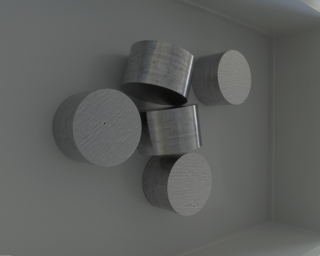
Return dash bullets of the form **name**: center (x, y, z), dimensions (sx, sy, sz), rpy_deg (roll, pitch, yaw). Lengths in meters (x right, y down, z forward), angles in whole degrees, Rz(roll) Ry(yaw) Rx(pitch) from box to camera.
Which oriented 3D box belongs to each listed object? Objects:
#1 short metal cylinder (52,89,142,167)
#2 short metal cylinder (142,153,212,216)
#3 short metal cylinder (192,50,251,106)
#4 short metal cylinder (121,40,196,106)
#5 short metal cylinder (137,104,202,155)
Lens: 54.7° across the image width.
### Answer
- **short metal cylinder**: center (-0.067, -0.001, 0.335), dimensions (0.081, 0.050, 0.079), rpy_deg (0, 90, -40)
- **short metal cylinder**: center (0.023, 0.071, 0.412), dimensions (0.081, 0.050, 0.079), rpy_deg (0, 90, -40)
- **short metal cylinder**: center (0.094, -0.074, 0.472), dimensions (0.081, 0.050, 0.079), rpy_deg (0, 90, -40)
- **short metal cylinder**: center (-0.002, -0.063, 0.371), dimensions (0.080, 0.080, 0.050), rpy_deg (21, 77, -39)
- **short metal cylinder**: center (0.009, 0.000, 0.380), dimensions (0.081, 0.080, 0.050), rpy_deg (-12, 98, -40)
